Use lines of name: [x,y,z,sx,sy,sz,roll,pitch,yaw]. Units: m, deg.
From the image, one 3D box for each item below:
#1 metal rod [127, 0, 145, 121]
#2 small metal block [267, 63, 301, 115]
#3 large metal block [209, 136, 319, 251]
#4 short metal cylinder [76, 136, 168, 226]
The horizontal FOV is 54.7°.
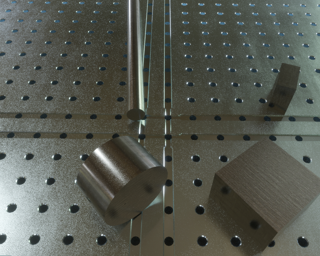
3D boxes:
metal rod: [-0.043,-0.133,0.518,0.025,0.025,0.300,-3,50,-3]
small metal block: [0.176,-0.056,0.440,0.025,0.050,0.050,18,52,14]
large metal block: [0.114,0.068,0.336,0.081,0.050,0.080,-31,57,-24]
short metal cylinder: [-0.039,0.055,0.325,0.080,0.080,0.050,-33,58,-25]
